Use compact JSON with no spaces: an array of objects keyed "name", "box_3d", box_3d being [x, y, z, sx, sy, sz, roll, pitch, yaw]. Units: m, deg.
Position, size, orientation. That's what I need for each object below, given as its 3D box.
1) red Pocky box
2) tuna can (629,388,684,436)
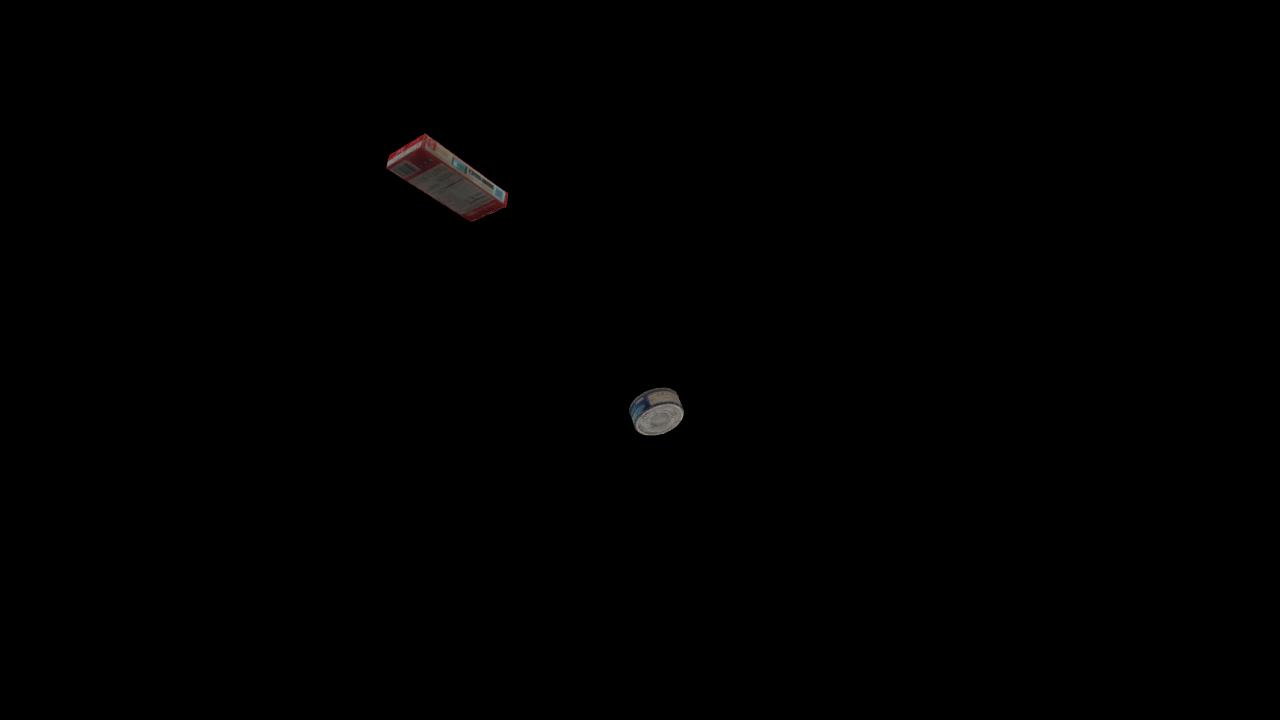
[{"name":"red Pocky box","box_3d":[-0.275,-0.259,0.890,0.083,0.028,0.155,-13,-26,32]},{"name":"tuna can","box_3d":[0.027,0.084,0.981,0.084,0.034,0.084,-12,-40,-10]}]
